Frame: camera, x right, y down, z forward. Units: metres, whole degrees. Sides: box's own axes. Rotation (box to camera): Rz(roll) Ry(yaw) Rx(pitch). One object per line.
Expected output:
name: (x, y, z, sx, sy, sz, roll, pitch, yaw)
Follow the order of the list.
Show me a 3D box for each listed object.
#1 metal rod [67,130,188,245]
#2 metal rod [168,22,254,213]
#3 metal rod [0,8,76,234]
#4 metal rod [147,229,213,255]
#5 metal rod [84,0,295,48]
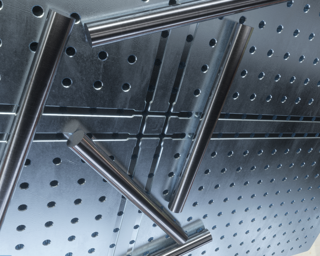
metal rod: (-0.030, 0.105, 0.460, 0.025, 0.025, 0.300, -39, 130, -2)
metal rod: (0.066, 0.000, 0.449, 0.025, 0.025, 0.298, 3, 117, -30)
metal rod: (-0.155, 0.019, 0.338, 0.025, 0.025, 0.298, 14, 111, -34)
metal rod: (-0.043, 0.249, 0.543, 0.302, 0.025, 0.025, -18, 126, -18)
metal rod: (0.063, -0.140, 0.360, 0.302, 0.025, 0.025, -19, 126, -18)
